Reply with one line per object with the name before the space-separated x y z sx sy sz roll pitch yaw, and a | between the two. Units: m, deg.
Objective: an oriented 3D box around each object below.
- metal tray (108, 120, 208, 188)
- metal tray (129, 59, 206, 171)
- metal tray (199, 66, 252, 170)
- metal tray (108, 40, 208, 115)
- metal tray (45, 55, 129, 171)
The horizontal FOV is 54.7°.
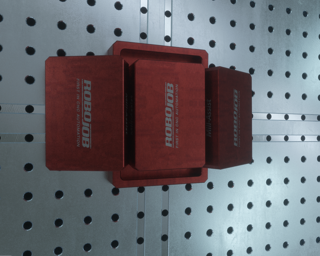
metal tray | -0.001 0.029 0.411 0.131 0.030 0.089 0 90 -21
metal tray | 0.009 -0.015 0.382 0.091 0.030 0.129 0 90 -21
metal tray | 0.092 -0.013 0.425 0.091 0.030 0.129 -1 91 -47
metal tray | -0.001 -0.061 0.410 0.131 0.030 0.089 0 90 -21
metal tray | -0.084 -0.017 0.360 0.091 0.030 0.129 0 90 5
